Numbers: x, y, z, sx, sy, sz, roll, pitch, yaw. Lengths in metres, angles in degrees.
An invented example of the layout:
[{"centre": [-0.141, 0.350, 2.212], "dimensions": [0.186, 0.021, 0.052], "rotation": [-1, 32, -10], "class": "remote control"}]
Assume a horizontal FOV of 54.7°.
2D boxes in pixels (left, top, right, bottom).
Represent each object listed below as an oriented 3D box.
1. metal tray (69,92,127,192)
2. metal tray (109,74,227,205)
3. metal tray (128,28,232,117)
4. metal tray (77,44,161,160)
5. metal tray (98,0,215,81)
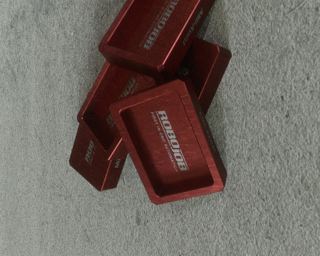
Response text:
[{"centre": [-0.088, 0.018, 0.472], "dimensions": [0.090, 0.030, 0.129], "rotation": [31, 109, 35], "class": "metal tray"}, {"centre": [0.011, 0.016, 0.348], "dimensions": [0.090, 0.030, 0.129], "rotation": [-18, 103, 22], "class": "metal tray"}, {"centre": [0.014, -0.076, 0.390], "dimensions": [0.130, 0.030, 0.089], "rotation": [34, 110, 34], "class": "metal tray"}, {"centre": [-0.052, -0.033, 0.405], "dimensions": [0.090, 0.030, 0.129], "rotation": [49, 118, 28], "class": "metal tray"}, {"centre": [-0.001, -0.125, 0.358], "dimensions": [0.090, 0.030, 0.130], "rotation": [22, 76, 27], "class": "metal tray"}]
